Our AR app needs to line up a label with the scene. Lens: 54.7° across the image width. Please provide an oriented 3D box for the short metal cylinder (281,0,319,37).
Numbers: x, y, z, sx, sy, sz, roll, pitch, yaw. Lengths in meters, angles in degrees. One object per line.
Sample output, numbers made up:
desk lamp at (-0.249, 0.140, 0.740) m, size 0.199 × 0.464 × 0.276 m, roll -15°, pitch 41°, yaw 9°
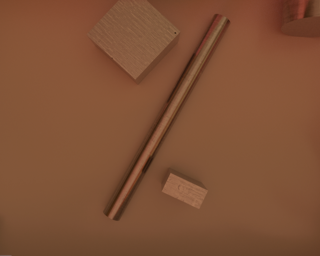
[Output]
short metal cylinder at (0.196, -0.150, 0.386) m, size 0.081 × 0.080 × 0.050 m, roll 4°, pitch 90°, yaw -1°

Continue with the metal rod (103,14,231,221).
metal rod at (0.009, -0.014, 0.411) m, size 0.025 × 0.025 × 0.299 m, roll 29°, pitch 90°, yaw -1°

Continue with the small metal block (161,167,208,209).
small metal block at (0.030, 0.076, 0.399) m, size 0.050 × 0.050 × 0.025 m, roll 25°, pitch 90°, yaw -1°

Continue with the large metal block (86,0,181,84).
large metal block at (-0.032, -0.115, 0.398) m, size 0.080 × 0.050 × 0.080 m, roll 43°, pitch 90°, yaw -1°
